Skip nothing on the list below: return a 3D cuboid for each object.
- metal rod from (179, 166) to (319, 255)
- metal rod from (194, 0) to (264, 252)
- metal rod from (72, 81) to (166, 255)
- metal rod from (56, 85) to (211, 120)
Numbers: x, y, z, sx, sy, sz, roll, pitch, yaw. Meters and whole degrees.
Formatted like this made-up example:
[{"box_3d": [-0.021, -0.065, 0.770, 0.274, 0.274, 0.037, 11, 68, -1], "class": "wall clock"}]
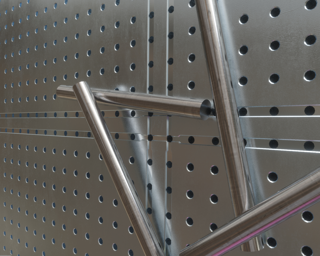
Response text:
[{"box_3d": [0.132, 0.056, 0.278, 0.299, 0.025, 0.025, -41, 65, 25], "class": "metal rod"}, {"box_3d": [0.075, -0.019, 0.348, 0.025, 0.025, 0.299, -15, 80, 39], "class": "metal rod"}, {"box_3d": [-0.058, 0.066, 0.440, 0.025, 0.025, 0.299, -36, 74, 34], "class": "metal rod"}, {"box_3d": [-0.060, -0.043, 0.460, 0.300, 0.025, 0.025, 11, 97, 39], "class": "metal rod"}]
